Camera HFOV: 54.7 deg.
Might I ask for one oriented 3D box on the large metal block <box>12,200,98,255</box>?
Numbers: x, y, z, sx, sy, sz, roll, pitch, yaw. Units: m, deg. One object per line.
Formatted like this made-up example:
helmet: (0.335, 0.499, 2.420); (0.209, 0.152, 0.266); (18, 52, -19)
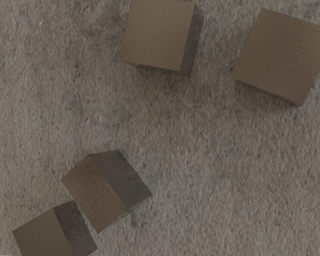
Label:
large metal block: (-0.151, 0.162, 0.447); (0.080, 0.050, 0.080); (-31, 80, 17)

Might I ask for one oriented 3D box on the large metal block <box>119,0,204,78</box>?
large metal block: (0.003, -0.114, 0.394); (0.080, 0.050, 0.079); (14, 95, 19)

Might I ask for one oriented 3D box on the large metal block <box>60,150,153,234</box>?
large metal block: (-0.066, 0.077, 0.402); (0.050, 0.080, 0.080); (-43, 77, 15)

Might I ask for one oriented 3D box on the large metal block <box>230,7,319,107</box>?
large metal block: (0.136, -0.077, 0.348); (0.080, 0.050, 0.080); (26, 98, 17)
